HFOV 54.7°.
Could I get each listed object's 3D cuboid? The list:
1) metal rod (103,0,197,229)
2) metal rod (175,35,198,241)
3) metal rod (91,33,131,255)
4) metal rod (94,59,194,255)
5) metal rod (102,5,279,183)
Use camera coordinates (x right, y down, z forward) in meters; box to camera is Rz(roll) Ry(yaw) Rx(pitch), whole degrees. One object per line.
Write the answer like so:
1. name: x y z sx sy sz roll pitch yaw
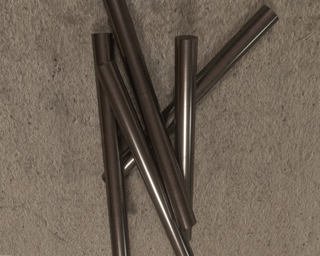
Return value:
1. metal rod: -0.009 -0.014 0.380 0.025 0.025 0.298 -17 101 6
2. metal rod: 0.032 0.034 0.403 0.025 0.025 0.298 -2 118 0
3. metal rod: -0.061 0.034 0.398 0.025 0.025 0.298 -3 102 1
4. metal rod: -0.013 0.058 0.400 0.025 0.025 0.298 -19 111 6
5. metal rod: 0.029 -0.031 0.398 0.025 0.025 0.299 40 105 -14
